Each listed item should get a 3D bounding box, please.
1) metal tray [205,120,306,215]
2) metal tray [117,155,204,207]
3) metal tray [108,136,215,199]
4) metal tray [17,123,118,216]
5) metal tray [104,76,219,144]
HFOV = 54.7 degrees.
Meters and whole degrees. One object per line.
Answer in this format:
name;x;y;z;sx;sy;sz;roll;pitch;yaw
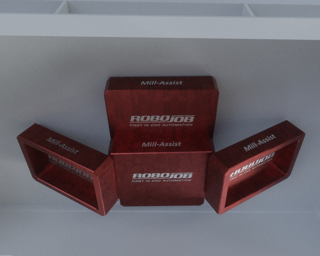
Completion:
metal tray;0.123;0.051;0.407;0.131;0.030;0.089;-21;134;-21
metal tray;0.003;0.080;0.470;0.131;0.030;0.089;-1;130;0
metal tray;0.003;0.054;0.410;0.131;0.030;0.089;-1;130;0
metal tray;-0.120;0.055;0.409;0.130;0.030;0.089;21;135;21
metal tray;0.002;-0.018;0.387;0.131;0.030;0.089;-1;130;0
